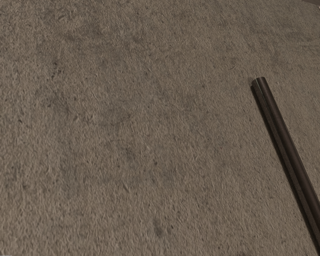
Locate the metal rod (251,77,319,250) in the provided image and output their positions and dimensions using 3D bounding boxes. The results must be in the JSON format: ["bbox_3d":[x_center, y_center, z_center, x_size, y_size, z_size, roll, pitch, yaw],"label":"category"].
[{"bbox_3d":[0.207,0.048,0.488,0.025,0.025,0.299,1,61,-28],"label":"metal rod"}]
